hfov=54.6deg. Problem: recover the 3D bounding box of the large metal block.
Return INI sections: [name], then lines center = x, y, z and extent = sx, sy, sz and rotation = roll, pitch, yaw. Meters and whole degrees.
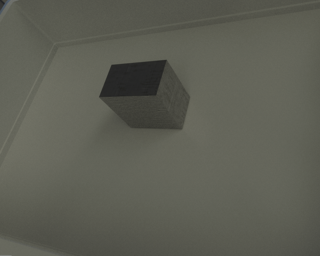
[large metal block]
center = -0.017, -0.040, 0.402
extent = 0.080, 0.080, 0.050
rotation = 1, 63, 28
